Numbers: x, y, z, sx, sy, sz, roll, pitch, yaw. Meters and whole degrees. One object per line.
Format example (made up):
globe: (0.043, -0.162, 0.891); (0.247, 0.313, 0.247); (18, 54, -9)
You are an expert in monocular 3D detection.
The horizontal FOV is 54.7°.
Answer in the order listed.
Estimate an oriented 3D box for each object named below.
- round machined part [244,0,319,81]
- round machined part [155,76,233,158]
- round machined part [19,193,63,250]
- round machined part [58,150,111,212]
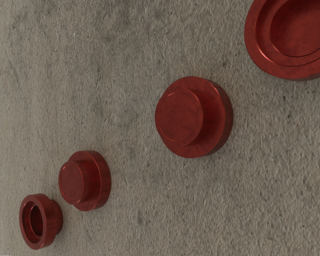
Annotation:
round machined part: (0.132, -0.092, 0.285); (0.098, 0.042, 0.097); (0, 90, 40)
round machined part: (0.033, -0.013, 0.367); (0.098, 0.042, 0.097); (0, 90, 40)
round machined part: (-0.217, 0.170, 0.574); (0.098, 0.042, 0.097); (0, 90, 40)
round machined part: (-0.127, 0.086, 0.499); (0.098, 0.042, 0.097); (0, 90, 40)
